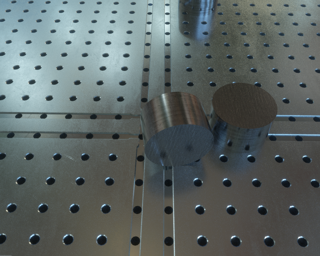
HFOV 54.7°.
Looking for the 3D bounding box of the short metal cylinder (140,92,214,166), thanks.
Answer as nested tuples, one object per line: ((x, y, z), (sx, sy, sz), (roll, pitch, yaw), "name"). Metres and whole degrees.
((0.019, 0.003, 0.370), (0.081, 0.080, 0.050), (-6, 51, -6), "short metal cylinder")

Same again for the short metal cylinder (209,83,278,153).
((0.105, -0.014, 0.404), (0.081, 0.050, 0.080), (0, 50, 0), "short metal cylinder")

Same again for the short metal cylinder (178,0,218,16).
((0.077, -0.267, 0.617), (0.081, 0.050, 0.080), (0, 50, 0), "short metal cylinder")
